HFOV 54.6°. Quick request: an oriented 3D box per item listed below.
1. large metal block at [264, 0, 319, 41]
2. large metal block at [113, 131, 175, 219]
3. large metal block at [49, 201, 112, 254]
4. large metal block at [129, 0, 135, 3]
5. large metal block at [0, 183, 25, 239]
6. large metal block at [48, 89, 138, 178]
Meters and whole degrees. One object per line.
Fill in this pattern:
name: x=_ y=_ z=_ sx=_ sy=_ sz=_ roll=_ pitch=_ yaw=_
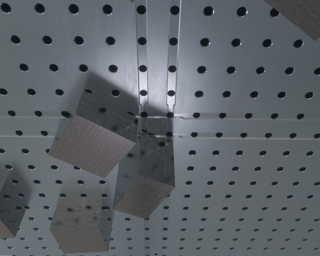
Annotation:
large metal block: x=0.136 y=-0.140 z=0.277 sx=0.080 sy=0.050 sz=0.080 roll=27 pitch=125 yaw=-21
large metal block: x=-0.022 y=0.066 z=0.431 sx=0.050 sy=0.080 sz=0.080 roll=23 pitch=126 yaw=-18
large metal block: x=-0.135 y=0.175 z=0.542 sx=0.080 sy=0.050 sz=0.080 roll=-4 pitch=130 yaw=3
large metal block: x=-0.034 y=-0.167 z=0.253 sx=0.080 sy=0.050 sz=0.080 roll=27 pitch=125 yaw=-22
large metal block: x=-0.286 y=0.140 z=0.512 sx=0.080 sy=0.050 sz=0.080 roll=-6 pitch=130 yaw=5
large metal block: x=-0.085 y=0.010 z=0.403 sx=0.080 sy=0.050 sz=0.080 roll=28 pitch=125 yaw=-22
